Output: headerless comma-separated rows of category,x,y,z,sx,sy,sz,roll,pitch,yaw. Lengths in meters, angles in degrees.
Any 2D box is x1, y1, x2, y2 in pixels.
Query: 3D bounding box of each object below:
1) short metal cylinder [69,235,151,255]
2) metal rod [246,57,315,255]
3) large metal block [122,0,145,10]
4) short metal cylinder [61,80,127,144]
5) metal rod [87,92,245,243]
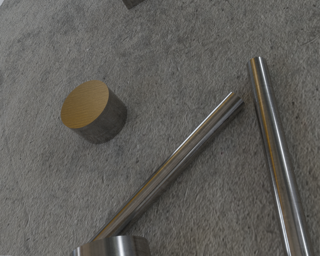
short metal cylinder,-0.046,0.145,0.304,0.080,0.080,0.050,-25,53,13
metal rod,0.122,0.047,0.311,0.025,0.025,0.299,-14,56,21
large metal block,-0.045,-0.284,0.586,0.080,0.050,0.080,-26,53,12
short metal cylinder,-0.095,-0.023,0.452,0.080,0.050,0.080,-13,56,21
metal rod,-0.010,0.073,0.364,0.300,0.025,0.025,-46,51,-5
